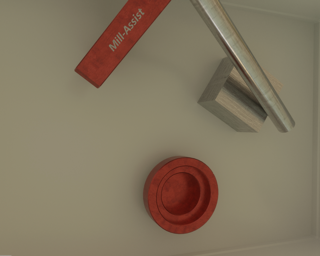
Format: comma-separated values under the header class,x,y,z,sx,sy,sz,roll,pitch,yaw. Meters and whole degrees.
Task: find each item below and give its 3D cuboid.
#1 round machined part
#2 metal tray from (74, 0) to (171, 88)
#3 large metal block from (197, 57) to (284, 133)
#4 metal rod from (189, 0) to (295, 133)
class,x,y,z,sx,sy,sz,roll,pitch,yaw
round machined part,0.024,0.085,0.412,0.099,0.042,0.097,0,90,-21
metal tray,-0.035,-0.110,0.337,0.030,0.090,0.130,38,105,-17
large metal block,0.114,-0.049,0.441,0.080,0.050,0.080,34,79,-17
metal rod,0.085,-0.095,0.356,0.300,0.025,0.025,45,75,-31
